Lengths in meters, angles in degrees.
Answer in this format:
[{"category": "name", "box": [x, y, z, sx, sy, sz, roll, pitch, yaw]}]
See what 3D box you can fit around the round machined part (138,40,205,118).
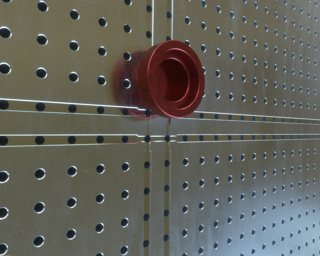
[{"category": "round machined part", "box": [0.010, -0.062, 0.405, 0.099, 0.042, 0.097, 0, 90, -40]}]
